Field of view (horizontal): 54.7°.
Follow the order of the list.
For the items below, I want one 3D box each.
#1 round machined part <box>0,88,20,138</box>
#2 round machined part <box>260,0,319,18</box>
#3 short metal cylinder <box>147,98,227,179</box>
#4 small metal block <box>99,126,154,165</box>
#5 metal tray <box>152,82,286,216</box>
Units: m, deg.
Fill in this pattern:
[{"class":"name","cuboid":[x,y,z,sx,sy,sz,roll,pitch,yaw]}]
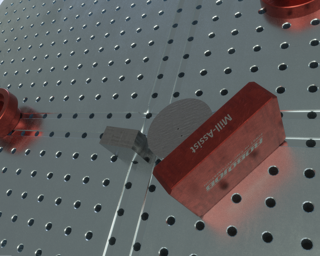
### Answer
[{"class":"round machined part","cuboid":[-0.296,-0.020,0.562,0.098,0.042,0.098,-13,56,20]},{"class":"round machined part","cuboid":[0.185,-0.201,0.424,0.098,0.042,0.098,-13,56,20]},{"class":"short metal cylinder","cuboid":[0.033,0.012,0.359,0.080,0.050,0.080,-19,47,22]},{"class":"small metal block","cuboid":[-0.040,0.022,0.398,0.050,0.050,0.025,7,65,31]},{"class":"metal tray","cuboid":[0.065,0.026,0.315,0.130,0.090,0.030,-42,51,-1]}]
